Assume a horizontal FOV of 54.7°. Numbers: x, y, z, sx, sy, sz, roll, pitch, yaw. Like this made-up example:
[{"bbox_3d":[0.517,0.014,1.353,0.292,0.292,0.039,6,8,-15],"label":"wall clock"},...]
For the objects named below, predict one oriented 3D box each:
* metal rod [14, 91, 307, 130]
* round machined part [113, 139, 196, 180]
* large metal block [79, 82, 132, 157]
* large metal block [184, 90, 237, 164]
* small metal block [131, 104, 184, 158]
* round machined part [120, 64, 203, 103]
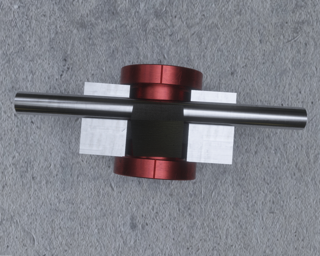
[{"bbox_3d":[0.001,-0.018,0.331,0.302,0.025,0.025,3,90,0],"label":"metal rod"},{"bbox_3d":[-0.005,0.037,0.374,0.099,0.098,0.042,5,85,0],"label":"round machined part"},{"bbox_3d":[-0.061,-0.010,0.383,0.050,0.080,0.080,4,90,0],"label":"large metal block"},{"bbox_3d":[0.057,-0.001,0.384,0.050,0.080,0.080,4,90,0],"label":"large metal block"},{"bbox_3d":[-0.002,0.003,0.317,0.050,0.025,0.050,2,131,1],"label":"small metal block"},{"bbox_3d":[0.001,-0.047,0.374,0.099,0.098,0.042,4,91,0],"label":"round machined part"}]
